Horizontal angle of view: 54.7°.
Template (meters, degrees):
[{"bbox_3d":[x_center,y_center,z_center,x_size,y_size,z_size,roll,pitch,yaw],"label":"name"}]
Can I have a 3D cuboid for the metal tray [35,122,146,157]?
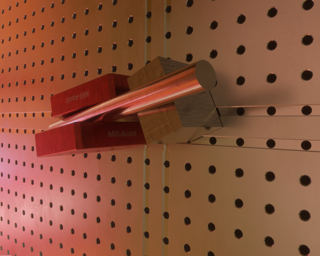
[{"bbox_3d":[-0.080,0.014,0.404,0.090,0.131,0.030,-12,83,39],"label":"metal tray"}]

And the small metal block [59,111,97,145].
[{"bbox_3d":[-0.132,0.000,0.498,0.025,0.050,0.050,-11,83,39],"label":"small metal block"}]

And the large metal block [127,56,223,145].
[{"bbox_3d":[0.018,-0.028,0.356,0.050,0.081,0.080,-28,73,36],"label":"large metal block"}]

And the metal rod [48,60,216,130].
[{"bbox_3d":[-0.060,-0.020,0.359,0.299,0.025,0.025,-13,82,48],"label":"metal rod"}]

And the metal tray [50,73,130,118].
[{"bbox_3d":[-0.076,-0.039,0.426,0.130,0.091,0.030,-11,84,39],"label":"metal tray"}]
